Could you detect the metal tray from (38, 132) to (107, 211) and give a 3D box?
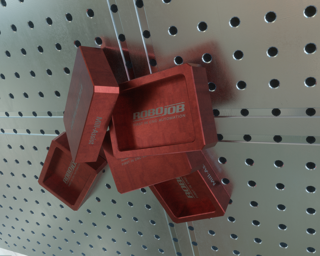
[{"bbox_3d":[-0.154,0.078,0.534,0.090,0.030,0.129,36,129,3],"label":"metal tray"}]

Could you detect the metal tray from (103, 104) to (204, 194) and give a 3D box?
[{"bbox_3d":[-0.016,0.029,0.412,0.130,0.030,0.090,-24,83,36],"label":"metal tray"}]

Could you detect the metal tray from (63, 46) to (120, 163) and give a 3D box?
[{"bbox_3d":[-0.095,-0.028,0.404,0.090,0.030,0.129,63,141,38],"label":"metal tray"}]

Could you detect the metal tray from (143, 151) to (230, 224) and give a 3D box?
[{"bbox_3d":[0.027,0.071,0.436,0.090,0.030,0.130,-23,107,36],"label":"metal tray"}]

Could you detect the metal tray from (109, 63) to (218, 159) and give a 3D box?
[{"bbox_3d":[-0.004,-0.015,0.358,0.130,0.030,0.089,-10,89,37],"label":"metal tray"}]
